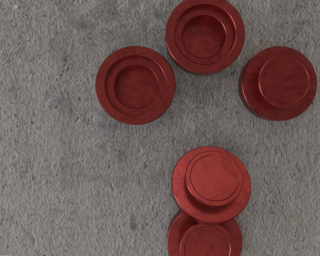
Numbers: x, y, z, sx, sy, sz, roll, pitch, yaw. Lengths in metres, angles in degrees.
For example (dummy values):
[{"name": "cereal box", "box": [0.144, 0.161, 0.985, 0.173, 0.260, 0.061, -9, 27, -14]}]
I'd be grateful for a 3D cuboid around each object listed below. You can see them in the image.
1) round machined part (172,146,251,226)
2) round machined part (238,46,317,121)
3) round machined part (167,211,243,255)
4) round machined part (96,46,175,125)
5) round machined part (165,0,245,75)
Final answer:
[{"name": "round machined part", "box": [0.064, 0.067, 0.382, 0.099, 0.042, 0.098, 1, 63, -1]}, {"name": "round machined part", "box": [0.156, -0.058, 0.402, 0.099, 0.042, 0.097, 0, 90, 0]}, {"name": "round machined part", "box": [0.059, 0.149, 0.402, 0.099, 0.042, 0.097, 0, 90, 0]}, {"name": "round machined part", "box": [-0.030, -0.053, 0.401, 0.099, 0.042, 0.097, 0, 90, 0]}, {"name": "round machined part", "box": [0.056, -0.116, 0.402, 0.099, 0.042, 0.097, 0, 90, 0]}]
